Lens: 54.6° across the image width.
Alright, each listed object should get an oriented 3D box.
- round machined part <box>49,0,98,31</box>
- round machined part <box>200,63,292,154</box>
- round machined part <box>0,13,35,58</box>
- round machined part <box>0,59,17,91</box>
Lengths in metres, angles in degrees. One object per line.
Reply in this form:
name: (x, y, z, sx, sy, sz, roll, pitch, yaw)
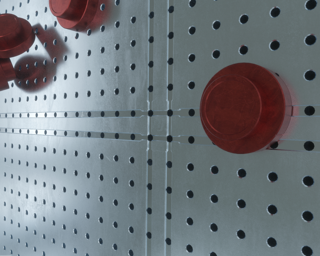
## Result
round machined part: (-0.152, -0.218, 0.525, 0.098, 0.042, 0.097, 0, 90, 40)
round machined part: (0.083, -0.021, 0.330, 0.098, 0.042, 0.097, 0, 90, 40)
round machined part: (-0.305, -0.189, 0.615, 0.098, 0.098, 0.042, 53, 163, 27)
round machined part: (-0.342, -0.131, 0.665, 0.098, 0.042, 0.097, 45, 147, 40)
